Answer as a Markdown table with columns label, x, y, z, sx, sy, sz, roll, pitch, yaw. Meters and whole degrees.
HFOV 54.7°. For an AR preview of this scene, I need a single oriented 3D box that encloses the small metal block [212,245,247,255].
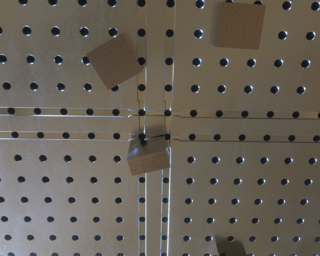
| label | x | y | z | sx | sy | sz | roll | pitch | yaw |
| --- | --- | --- | --- | --- | --- | --- | --- | --- | --- |
| small metal block | 0.108 | 0.222 | 0.497 | 0.050 | 0.025 | 0.050 | 14 | 109 | -6 |

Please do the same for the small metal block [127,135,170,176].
| label | x | y | z | sx | sy | sz | roll | pitch | yaw |
| --- | --- | --- | --- | --- | --- | --- | --- | --- | --- |
| small metal block | -0.014 | 0.036 | 0.413 | 0.050 | 0.050 | 0.025 | -13 | 110 | 4 |

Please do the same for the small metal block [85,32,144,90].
| label | x | y | z | sx | sy | sz | roll | pitch | yaw |
| --- | --- | --- | --- | --- | --- | --- | --- | --- | --- |
| small metal block | -0.054 | -0.083 | 0.382 | 0.050 | 0.025 | 0.050 | -27 | 108 | 9 |

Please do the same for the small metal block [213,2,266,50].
| label | x | y | z | sx | sy | sz | roll | pitch | yaw |
| --- | --- | --- | --- | --- | --- | --- | --- | --- | --- |
| small metal block | 0.094 | -0.122 | 0.370 | 0.050 | 0.025 | 0.050 | 3 | 110 | -2 |
